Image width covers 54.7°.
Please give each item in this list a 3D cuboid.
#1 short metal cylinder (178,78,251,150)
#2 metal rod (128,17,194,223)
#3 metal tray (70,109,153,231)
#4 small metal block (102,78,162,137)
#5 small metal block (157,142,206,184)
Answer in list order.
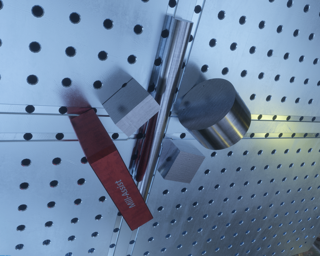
[{"bbox_3d":[0.071,-0.018,0.405,0.080,0.080,0.050,-44,130,2],"label":"short metal cylinder"},{"bbox_3d":[-0.008,0.008,0.413,0.025,0.025,0.298,0,119,-29],"label":"metal rod"},{"bbox_3d":[-0.057,0.051,0.370,0.030,0.090,0.129,-29,129,-10],"label":"metal tray"},{"bbox_3d":[-0.034,-0.025,0.361,0.050,0.050,0.025,-41,130,0],"label":"small metal block"},{"bbox_3d":[0.032,0.053,0.464,0.050,0.025,0.050,16,110,-35],"label":"small metal block"}]
